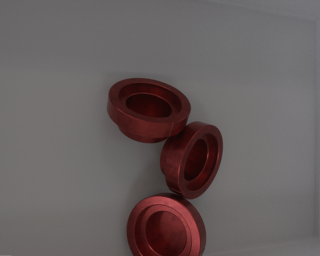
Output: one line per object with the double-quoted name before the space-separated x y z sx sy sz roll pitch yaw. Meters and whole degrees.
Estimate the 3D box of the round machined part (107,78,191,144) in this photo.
"round machined part" -0.015 -0.018 0.376 0.099 0.098 0.042 0 128 -20

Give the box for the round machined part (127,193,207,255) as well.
"round machined part" 0.011 0.130 0.387 0.042 0.098 0.097 2 89 -64

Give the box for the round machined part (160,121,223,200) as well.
"round machined part" 0.037 0.038 0.400 0.099 0.042 0.097 -23 121 -44
